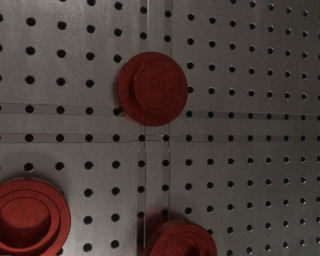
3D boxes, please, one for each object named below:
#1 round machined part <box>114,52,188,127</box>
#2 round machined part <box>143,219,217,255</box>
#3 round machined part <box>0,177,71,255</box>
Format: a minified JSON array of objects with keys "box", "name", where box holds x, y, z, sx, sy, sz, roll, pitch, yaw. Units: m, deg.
[{"box":[-0.007,-0.051,0.402,0.099,0.042,0.097,0,90,-21],"name":"round machined part"},{"box":[0.023,0.170,0.414,0.099,0.042,0.097,0,90,-21],"name":"round machined part"},{"box":[-0.153,0.103,0.348,0.099,0.042,0.097,0,90,-21],"name":"round machined part"}]
